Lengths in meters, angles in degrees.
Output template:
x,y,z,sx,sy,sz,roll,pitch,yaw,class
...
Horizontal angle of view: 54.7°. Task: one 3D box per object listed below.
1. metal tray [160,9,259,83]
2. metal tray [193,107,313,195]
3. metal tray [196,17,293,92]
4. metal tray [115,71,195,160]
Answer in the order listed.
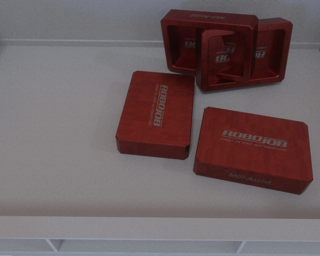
x,y,z,sx,sy,sz,roll,pitch,yaw,class
0.071,-0.119,0.449,0.130,0.090,0.030,13,50,23,metal tray
0.113,0.024,0.383,0.131,0.030,0.090,10,51,8,metal tray
0.119,-0.106,0.450,0.131,0.089,0.030,-8,32,-8,metal tray
-0.002,-0.022,0.420,0.091,0.030,0.130,6,50,4,metal tray
